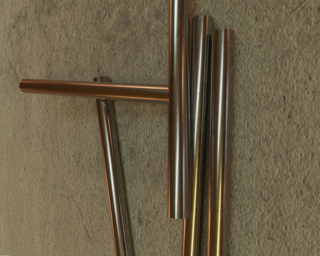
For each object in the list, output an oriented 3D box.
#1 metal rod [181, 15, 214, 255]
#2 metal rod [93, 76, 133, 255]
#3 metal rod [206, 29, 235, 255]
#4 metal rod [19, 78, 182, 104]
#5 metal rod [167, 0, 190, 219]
[{"bbox_3d":[0.044,0.021,0.368,0.025,0.025,0.298,4,93,40],"label":"metal rod"},{"bbox_3d":[-0.069,0.070,0.461,0.025,0.025,0.298,-14,81,39],"label":"metal rod"},{"bbox_3d":[0.067,0.042,0.349,0.025,0.025,0.298,2,91,40],"label":"metal rod"},{"bbox_3d":[-0.098,-0.056,0.453,0.300,0.025,0.025,7,95,29],"label":"metal rod"},{"bbox_3d":[0.022,-0.050,0.358,0.025,0.025,0.298,-5,82,40],"label":"metal rod"}]
